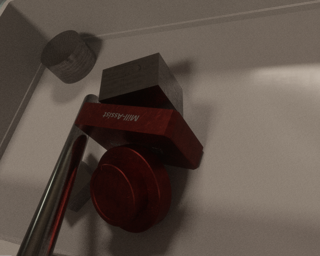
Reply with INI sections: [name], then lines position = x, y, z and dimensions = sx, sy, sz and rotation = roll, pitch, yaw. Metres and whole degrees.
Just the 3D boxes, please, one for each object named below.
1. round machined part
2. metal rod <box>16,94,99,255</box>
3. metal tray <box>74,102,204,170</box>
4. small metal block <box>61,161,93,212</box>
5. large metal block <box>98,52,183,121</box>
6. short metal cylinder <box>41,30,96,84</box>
[round machined part]
position = -0.039, 0.068, 0.341
dimensions = 0.098, 0.042, 0.097
rotation = 7, 101, 37
[metal rod]
position = -0.101, 0.031, 0.357
dimensions = 0.025, 0.025, 0.300
rotation = -26, 27, 12
[metal tray]
position = -0.024, 0.009, 0.369
dimensions = 0.130, 0.090, 0.030
rotation = 7, 64, 31
[small metal block]
position = -0.113, 0.075, 0.417
dimensions = 0.050, 0.025, 0.050
rotation = -47, 52, -5
[large metal block]
position = -0.022, -0.044, 0.407
dimensions = 0.080, 0.080, 0.050
rotation = -12, 57, 21
[short metal cylinder]
position = -0.161, -0.126, 0.549
dimensions = 0.080, 0.050, 0.080
rotation = -13, 56, 20
